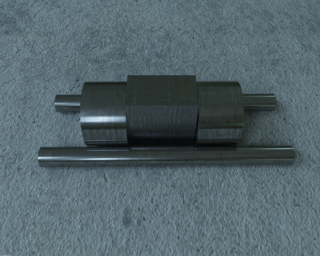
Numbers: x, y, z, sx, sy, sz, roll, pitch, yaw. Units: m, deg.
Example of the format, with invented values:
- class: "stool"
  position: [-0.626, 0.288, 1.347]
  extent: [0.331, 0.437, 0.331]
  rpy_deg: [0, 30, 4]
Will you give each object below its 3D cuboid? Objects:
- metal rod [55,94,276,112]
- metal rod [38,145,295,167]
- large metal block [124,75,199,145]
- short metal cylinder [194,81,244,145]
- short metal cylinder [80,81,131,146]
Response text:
- class: "metal rod"
  position: [0.008, -0.035, 0.434]
  extent: [0.302, 0.025, 0.025]
  rpy_deg: [0, 50, -1]
- class: "metal rod"
  position: [0.008, 0.034, 0.376]
  extent: [0.302, 0.025, 0.025]
  rpy_deg: [0, 50, -1]
- class: "large metal block"
  position: [0.002, -0.018, 0.381]
  extent: [0.081, 0.080, 0.050]
  rpy_deg: [0, 50, 0]
- class: "short metal cylinder"
  position: [0.068, -0.018, 0.384]
  extent: [0.050, 0.080, 0.080]
  rpy_deg: [-1, 50, -1]
- class: "short metal cylinder"
  position: [-0.064, -0.018, 0.383]
  extent: [0.050, 0.080, 0.080]
  rpy_deg: [-1, 50, -1]
